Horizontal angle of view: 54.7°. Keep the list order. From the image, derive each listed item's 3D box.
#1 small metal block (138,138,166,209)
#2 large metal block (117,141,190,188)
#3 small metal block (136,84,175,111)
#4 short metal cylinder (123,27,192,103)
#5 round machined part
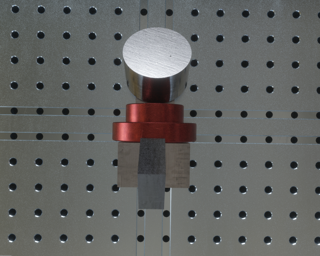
[{"bbox_3d":[-0.008,0.045,0.310,0.025,0.050,0.050,1,128,-1],"label":"small metal block"},{"bbox_3d":[-0.007,0.041,0.385,0.081,0.080,0.050,1,90,-1],"label":"large metal block"},{"bbox_3d":[-0.006,-0.031,0.412,0.050,0.025,0.050,1,90,-1],"label":"small metal block"},{"bbox_3d":[-0.004,-0.077,0.384,0.081,0.050,0.080,1,60,-1],"label":"short metal cylinder"},{"bbox_3d":[-0.006,-0.007,0.366,0.099,0.098,0.042,1,90,-1],"label":"round machined part"}]
